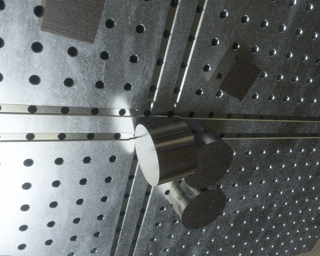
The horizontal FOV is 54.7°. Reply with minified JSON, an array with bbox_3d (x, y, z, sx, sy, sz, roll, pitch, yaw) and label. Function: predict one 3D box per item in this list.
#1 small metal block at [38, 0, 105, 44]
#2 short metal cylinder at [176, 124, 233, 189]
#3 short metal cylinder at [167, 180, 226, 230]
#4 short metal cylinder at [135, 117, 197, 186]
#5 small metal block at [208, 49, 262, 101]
[{"bbox_3d":[-0.084,-0.114,0.295,0.050,0.025,0.050,7,115,-32],"label":"small metal block"},{"bbox_3d":[0.058,0.041,0.452,0.081,0.050,0.079,-14,125,-21],"label":"short metal cylinder"},{"bbox_3d":[0.058,0.115,0.498,0.081,0.050,0.079,-14,124,-21],"label":"short metal cylinder"},{"bbox_3d":[0.005,0.029,0.397,0.050,0.080,0.079,-13,124,-21],"label":"short metal cylinder"},{"bbox_3d":[0.102,-0.071,0.423,0.050,0.025,0.050,21,107,-36],"label":"small metal block"}]
